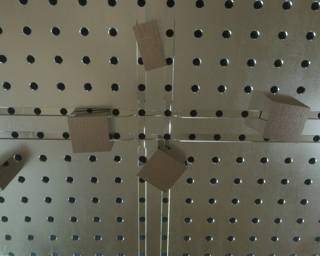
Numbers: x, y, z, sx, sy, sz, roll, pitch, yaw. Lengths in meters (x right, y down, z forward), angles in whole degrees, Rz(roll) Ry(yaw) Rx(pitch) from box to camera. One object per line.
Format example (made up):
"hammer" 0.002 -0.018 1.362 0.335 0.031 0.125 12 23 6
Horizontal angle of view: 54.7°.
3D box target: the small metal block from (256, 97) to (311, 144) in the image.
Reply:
"small metal block" 0.163 -0.010 0.412 0.050 0.025 0.050 9 110 -4

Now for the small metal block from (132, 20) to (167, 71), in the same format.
"small metal block" -0.011 -0.098 0.364 0.025 0.050 0.050 -15 110 5

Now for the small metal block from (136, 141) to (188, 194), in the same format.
"small metal block" 0.003 0.055 0.434 0.050 0.025 0.050 34 106 -12

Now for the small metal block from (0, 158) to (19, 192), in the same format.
"small metal block" -0.232 0.072 0.423 0.050 0.050 0.025 -23 109 8

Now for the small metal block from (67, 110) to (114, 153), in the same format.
"small metal block" -0.092 0.005 0.414 0.050 0.025 0.050 -3 110 0
